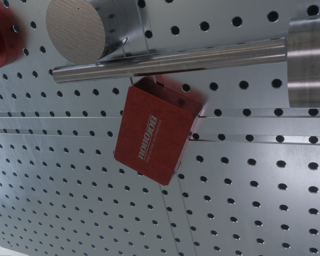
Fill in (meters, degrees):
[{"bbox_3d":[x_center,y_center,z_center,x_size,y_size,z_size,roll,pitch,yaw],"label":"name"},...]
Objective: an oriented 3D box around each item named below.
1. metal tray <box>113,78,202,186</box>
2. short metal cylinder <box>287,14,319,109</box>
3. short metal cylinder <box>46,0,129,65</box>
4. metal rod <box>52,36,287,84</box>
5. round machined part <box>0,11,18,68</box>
[{"bbox_3d":[-0.008,0.009,0.417,0.090,0.030,0.129,26,128,11],"label":"metal tray"},{"bbox_3d":[0.141,-0.056,0.266,0.050,0.080,0.080,1,119,28],"label":"short metal cylinder"},{"bbox_3d":[-0.085,-0.120,0.365,0.080,0.050,0.079,13,124,21],"label":"short metal cylinder"},{"bbox_3d":[-0.011,-0.076,0.369,0.300,0.025,0.025,0,118,28],"label":"metal rod"},{"bbox_3d":[-0.265,-0.133,0.458,0.098,0.042,0.097,13,124,21],"label":"round machined part"}]
